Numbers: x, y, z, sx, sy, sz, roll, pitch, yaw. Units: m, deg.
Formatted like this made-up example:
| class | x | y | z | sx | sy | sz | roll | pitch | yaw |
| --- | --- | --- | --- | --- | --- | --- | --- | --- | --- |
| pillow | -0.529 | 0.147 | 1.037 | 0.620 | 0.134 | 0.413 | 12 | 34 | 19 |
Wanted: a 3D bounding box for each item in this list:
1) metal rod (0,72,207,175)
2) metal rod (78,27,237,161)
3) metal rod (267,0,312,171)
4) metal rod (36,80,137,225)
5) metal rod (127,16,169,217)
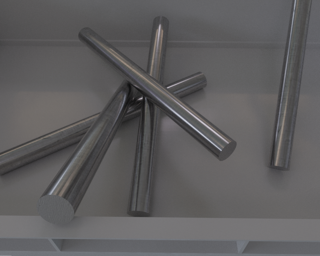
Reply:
| class | x | y | z | sx | sy | sz | roll | pitch | yaw |
| --- | --- | --- | --- | --- | --- | --- | --- | --- | --- |
| metal rod | -0.066 | -0.014 | 0.415 | 0.302 | 0.025 | 0.025 | -25 | 54 | -20 |
| metal rod | -0.024 | -0.060 | 0.393 | 0.025 | 0.025 | 0.300 | -30 | 52 | -23 |
| metal rod | 0.175 | -0.093 | 0.405 | 0.025 | 0.025 | 0.299 | 12 | 76 | 9 |
| metal rod | -0.053 | -0.011 | 0.336 | 0.025 | 0.025 | 0.301 | 5 | 26 | 4 |
| metal rod | -0.010 | -0.037 | 0.405 | 0.025 | 0.025 | 0.300 | 4 | 59 | 3 |
